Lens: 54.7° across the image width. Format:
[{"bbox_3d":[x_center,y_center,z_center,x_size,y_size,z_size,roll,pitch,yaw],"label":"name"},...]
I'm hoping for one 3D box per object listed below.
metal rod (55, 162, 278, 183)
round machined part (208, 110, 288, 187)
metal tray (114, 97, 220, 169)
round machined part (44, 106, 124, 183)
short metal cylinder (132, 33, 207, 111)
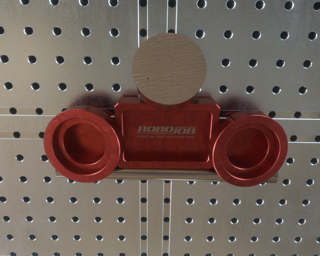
[{"bbox_3d":[0.010,0.061,0.432,0.302,0.025,0.025,2,110,-1],"label":"metal rod"},{"bbox_3d":[0.110,0.024,0.405,0.099,0.042,0.097,-3,109,-8],"label":"round machined part"},{"bbox_3d":[0.008,0.007,0.408,0.131,0.030,0.089,1,111,-1],"label":"metal tray"},{"bbox_3d":[-0.094,0.018,0.401,0.099,0.042,0.097,2,108,7],"label":"round machined part"},{"bbox_3d":[0.010,-0.062,0.358,0.081,0.050,0.080,0,84,0],"label":"short metal cylinder"}]
